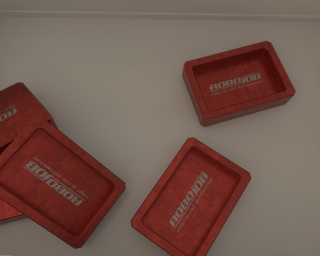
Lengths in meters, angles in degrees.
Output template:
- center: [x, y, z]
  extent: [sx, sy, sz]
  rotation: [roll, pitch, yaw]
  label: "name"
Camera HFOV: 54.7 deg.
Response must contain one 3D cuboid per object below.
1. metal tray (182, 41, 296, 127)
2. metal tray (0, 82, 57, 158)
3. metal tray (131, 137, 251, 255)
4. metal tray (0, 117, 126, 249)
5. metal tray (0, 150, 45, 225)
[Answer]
- center: [0.106, -0.063, 0.431]
  extent: [0.131, 0.030, 0.090]
  rotation: [-16, 71, -6]
  label: "metal tray"
- center: [-0.206, 0.005, 0.377]
  extent: [0.131, 0.030, 0.090]
  rotation: [-35, 56, -23]
  label: "metal tray"
- center: [0.038, 0.088, 0.375]
  extent: [0.090, 0.030, 0.130]
  rotation: [33, 73, 11]
  label: "metal tray"
- center: [-0.116, 0.061, 0.350]
  extent: [0.130, 0.030, 0.090]
  rotation: [42, 71, -16]
  label: "metal tray"
- center: [-0.216, 0.075, 0.377]
  extent: [0.131, 0.030, 0.090]
  rotation: [-14, 71, -6]
  label: "metal tray"
